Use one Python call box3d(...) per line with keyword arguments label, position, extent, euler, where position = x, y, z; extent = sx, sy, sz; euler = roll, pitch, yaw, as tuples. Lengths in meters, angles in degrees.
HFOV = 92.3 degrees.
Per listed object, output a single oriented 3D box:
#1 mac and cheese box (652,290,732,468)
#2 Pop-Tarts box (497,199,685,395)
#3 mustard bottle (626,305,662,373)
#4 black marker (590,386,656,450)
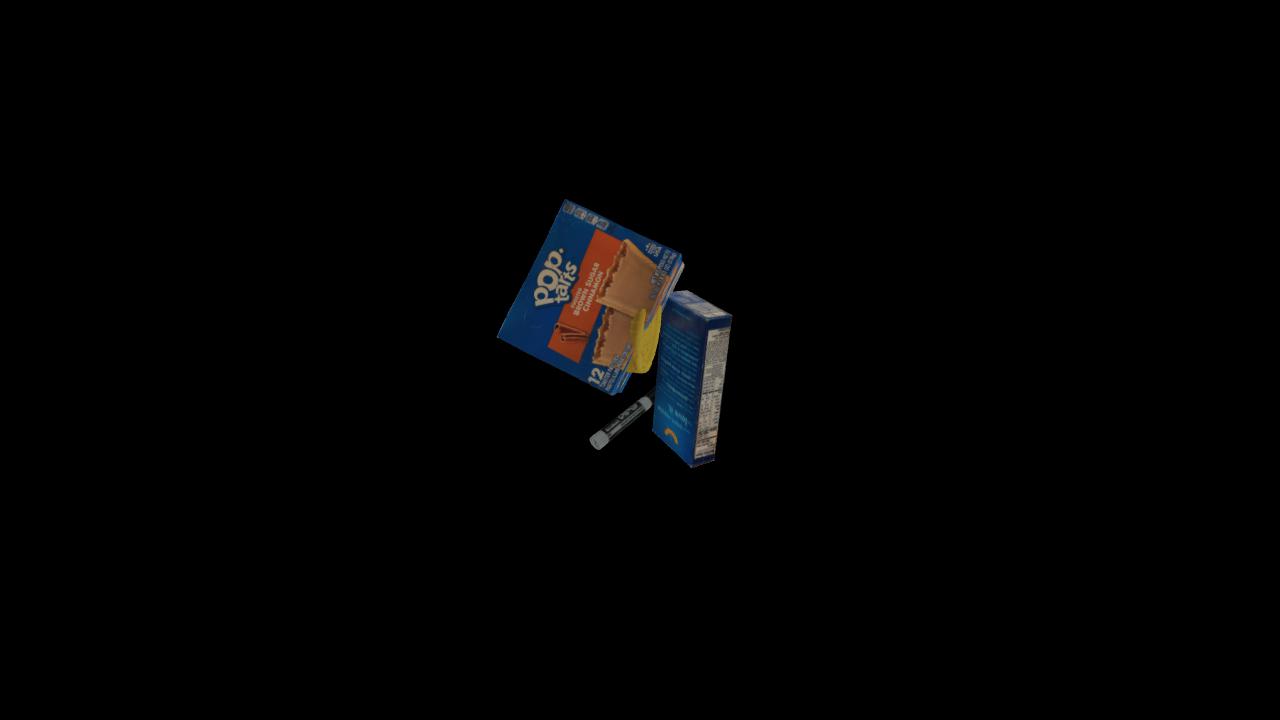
box3d(label="mac and cheese box", position=(0.057, 0.021, 0.714), extent=(0.041, 0.184, 0.093), euler=(-11, 28, -29))
box3d(label="Pop-Tarts box", position=(-0.050, -0.066, 0.679), extent=(0.141, 0.167, 0.083), euler=(27, 0, 7))
box3d(label="mustard bottle", position=(-0.069, -0.042, 0.691), extent=(0.184, 0.092, 0.054), euler=(10, 8, 25))
box3d(label="black marker", position=(-0.012, 0.068, 0.757), extent=(0.121, 0.020, 0.020), euler=(-37, 21, -31))
